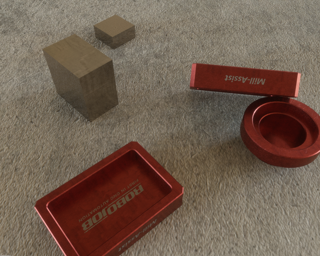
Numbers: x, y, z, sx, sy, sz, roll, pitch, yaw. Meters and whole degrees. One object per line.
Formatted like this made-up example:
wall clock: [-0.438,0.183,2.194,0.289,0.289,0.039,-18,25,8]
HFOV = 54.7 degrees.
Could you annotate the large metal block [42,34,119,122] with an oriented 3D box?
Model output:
large metal block: [-0.106,-0.068,0.423,0.080,0.080,0.050,38,59,27]

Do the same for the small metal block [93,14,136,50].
small metal block: [-0.079,-0.170,0.545,0.050,0.025,0.050,37,59,26]

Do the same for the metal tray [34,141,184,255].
metal tray: [-0.051,0.080,0.331,0.131,0.030,0.090,-33,58,-25]

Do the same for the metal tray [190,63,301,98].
metal tray: [0.107,-0.062,0.418,0.131,0.030,0.090,6,6,5]

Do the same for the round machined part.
round machined part: [0.150,0.009,0.387,0.099,0.042,0.098,0,50,0]
